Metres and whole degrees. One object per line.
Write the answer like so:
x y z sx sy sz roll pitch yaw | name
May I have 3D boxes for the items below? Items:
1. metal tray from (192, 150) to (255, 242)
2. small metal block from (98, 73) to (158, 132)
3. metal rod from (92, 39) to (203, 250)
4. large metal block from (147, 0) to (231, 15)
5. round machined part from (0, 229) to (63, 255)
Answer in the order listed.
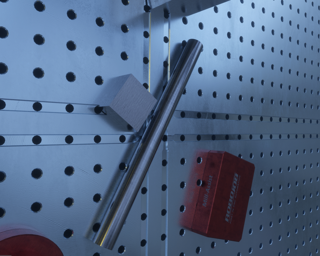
0.105 0.109 0.497 0.090 0.030 0.130 24 75 -38 | metal tray
-0.038 -0.030 0.379 0.050 0.025 0.050 45 63 -31 | small metal block
-0.007 0.007 0.404 0.025 0.025 0.300 38 67 -34 | metal rod
0.038 -0.188 0.407 0.081 0.080 0.050 -12 98 -40 | large metal block
-0.133 0.149 0.288 0.099 0.042 0.097 0 90 -40 | round machined part
